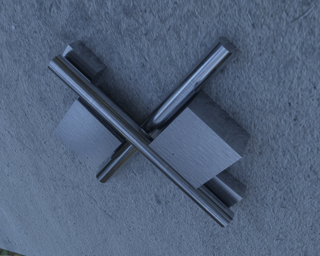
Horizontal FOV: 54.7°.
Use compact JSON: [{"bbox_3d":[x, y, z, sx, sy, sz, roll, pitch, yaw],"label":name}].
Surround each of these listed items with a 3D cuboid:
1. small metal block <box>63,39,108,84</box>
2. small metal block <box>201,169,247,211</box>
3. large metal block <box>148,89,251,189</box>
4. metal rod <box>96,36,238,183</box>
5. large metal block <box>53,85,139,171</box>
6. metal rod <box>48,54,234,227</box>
[{"bbox_3d":[-0.106,-0.080,0.416,0.050,0.025,0.050,44,129,-3],"label":"small metal block"},{"bbox_3d":[0.079,0.083,0.419,0.050,0.025,0.050,40,129,1],"label":"small metal block"},{"bbox_3d":[0.047,0.015,0.376,0.080,0.050,0.080,43,129,-2],"label":"large metal block"},{"bbox_3d":[-0.011,-0.003,0.413,0.025,0.025,0.298,43,129,-2],"label":"metal rod"},{"bbox_3d":[-0.090,0.001,0.438,0.080,0.050,0.080,45,129,-3],"label":"large metal block"},{"bbox_3d":[-0.023,0.017,0.398,0.300,0.025,0.025,43,129,-2],"label":"metal rod"}]
